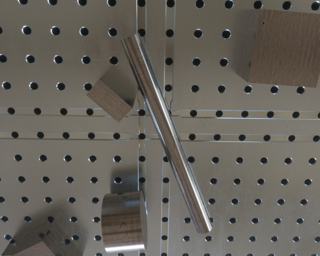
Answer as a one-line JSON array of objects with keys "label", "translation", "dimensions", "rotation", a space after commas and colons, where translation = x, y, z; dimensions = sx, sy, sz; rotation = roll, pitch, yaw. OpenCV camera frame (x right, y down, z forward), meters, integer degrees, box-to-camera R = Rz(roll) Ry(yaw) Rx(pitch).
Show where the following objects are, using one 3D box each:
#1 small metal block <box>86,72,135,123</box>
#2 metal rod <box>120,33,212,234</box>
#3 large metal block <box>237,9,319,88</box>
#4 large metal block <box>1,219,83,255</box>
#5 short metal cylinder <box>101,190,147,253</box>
[{"label": "small metal block", "translation": [-0.059, -0.040, 0.385], "dimensions": [0.050, 0.050, 0.025], "rotation": [41, 105, -14]}, {"label": "metal rod", "translation": [0.015, 0.021, 0.421], "dimensions": [0.025, 0.025, 0.298], "rotation": [-19, 109, 6]}, {"label": "large metal block", "translation": [0.144, -0.095, 0.367], "dimensions": [0.081, 0.050, 0.079], "rotation": [4, 110, -2]}, {"label": "large metal block", "translation": [-0.179, 0.199, 0.471], "dimensions": [0.080, 0.050, 0.080], "rotation": [-27, 108, 9]}, {"label": "short metal cylinder", "translation": [-0.047, 0.130, 0.431], "dimensions": [0.050, 0.080, 0.079], "rotation": [-6, 110, 2]}]
